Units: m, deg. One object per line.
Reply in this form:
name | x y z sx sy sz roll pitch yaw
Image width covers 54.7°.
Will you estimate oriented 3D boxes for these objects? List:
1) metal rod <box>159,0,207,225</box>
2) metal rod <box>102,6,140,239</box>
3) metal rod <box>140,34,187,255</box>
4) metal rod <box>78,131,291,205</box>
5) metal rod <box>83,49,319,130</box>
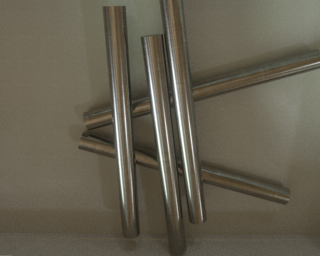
metal rod | 0.031 -0.012 0.379 0.025 0.025 0.298 -8 110 2
metal rod | -0.045 0.008 0.385 0.025 0.025 0.298 -2 110 0
metal rod | 0.009 0.036 0.396 0.025 0.025 0.298 -7 110 2
metal rod | 0.038 0.058 0.433 0.302 0.025 0.025 16 109 -7
metal rod | 0.050 -0.047 0.394 0.301 0.025 0.025 -15 110 5
